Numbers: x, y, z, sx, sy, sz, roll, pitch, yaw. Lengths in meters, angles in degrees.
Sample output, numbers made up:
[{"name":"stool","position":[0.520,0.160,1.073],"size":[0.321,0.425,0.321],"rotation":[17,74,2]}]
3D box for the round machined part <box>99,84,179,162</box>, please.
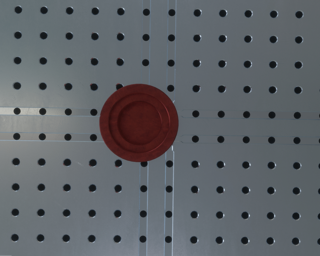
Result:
[{"name":"round machined part","position":[-0.026,-0.006,0.405],"size":[0.099,0.042,0.097],"rotation":[0,90,0]}]
